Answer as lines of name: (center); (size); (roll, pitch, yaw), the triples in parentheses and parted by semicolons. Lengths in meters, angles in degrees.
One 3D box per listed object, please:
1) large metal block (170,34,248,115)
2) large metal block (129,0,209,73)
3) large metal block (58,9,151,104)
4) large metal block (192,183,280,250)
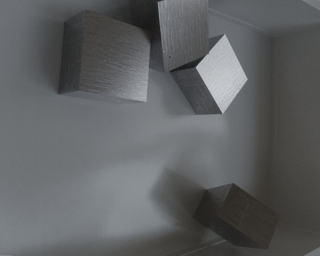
large metal block: (0.073, -0.076, 0.451); (0.080, 0.050, 0.080); (-50, 120, -28)
large metal block: (0.014, -0.123, 0.383); (0.081, 0.050, 0.079); (-30, 128, -32)
large metal block: (-0.059, -0.072, 0.340); (0.081, 0.050, 0.080); (6, 86, -40)
large metal block: (0.106, 0.126, 0.441); (0.080, 0.080, 0.050); (35, 66, -5)
